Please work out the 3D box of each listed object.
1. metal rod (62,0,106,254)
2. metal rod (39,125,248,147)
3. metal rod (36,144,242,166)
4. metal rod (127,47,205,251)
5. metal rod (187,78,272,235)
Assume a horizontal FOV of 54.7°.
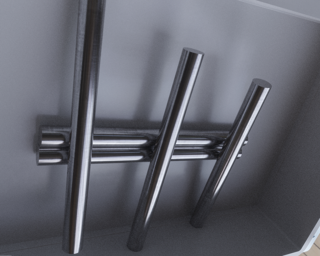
[{"bbox_3d":[-0.085,0.007,0.335,0.025,0.025,0.298,-1,111,-29],"label":"metal rod"},{"bbox_3d":[-0.001,0.013,0.416,0.303,0.025,0.025,2,118,-30],"label":"metal rod"},{"bbox_3d":[-0.008,0.034,0.426,0.303,0.025,0.025,2,118,-30],"label":"metal rod"},{"bbox_3d":[0.000,0.045,0.404,0.025,0.025,0.298,1,118,-30],"label":"metal rod"},{"bbox_3d":[0.094,0.063,0.470,0.025,0.025,0.298,-4,129,-27],"label":"metal rod"}]
